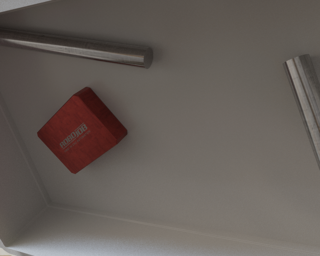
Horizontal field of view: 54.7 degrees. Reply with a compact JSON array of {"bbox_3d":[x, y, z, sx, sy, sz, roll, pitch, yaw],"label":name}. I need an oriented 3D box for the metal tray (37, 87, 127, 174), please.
[{"bbox_3d":[-0.122,0.008,0.473,0.130,0.030,0.090,-34,100,38],"label":"metal tray"}]

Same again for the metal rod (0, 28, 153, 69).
[{"bbox_3d":[-0.151,-0.113,0.416,0.301,0.025,0.025,13,124,20],"label":"metal rod"}]

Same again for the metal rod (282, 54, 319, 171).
[{"bbox_3d":[0.176,0.075,0.289,0.025,0.025,0.298,-20,85,35],"label":"metal rod"}]
